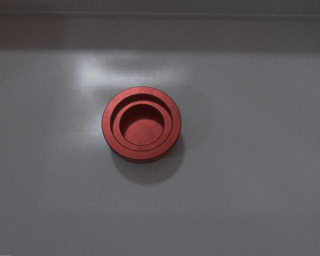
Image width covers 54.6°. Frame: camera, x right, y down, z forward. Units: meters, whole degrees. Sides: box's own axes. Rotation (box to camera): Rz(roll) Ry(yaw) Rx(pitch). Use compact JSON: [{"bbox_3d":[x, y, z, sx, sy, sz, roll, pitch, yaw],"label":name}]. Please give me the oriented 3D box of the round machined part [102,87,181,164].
[{"bbox_3d":[-0.023,-0.001,0.401,0.099,0.042,0.098,0,70,0],"label":"round machined part"}]
